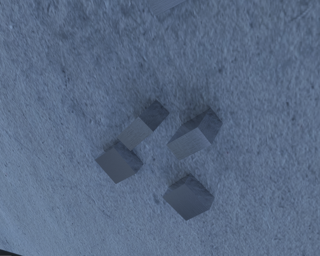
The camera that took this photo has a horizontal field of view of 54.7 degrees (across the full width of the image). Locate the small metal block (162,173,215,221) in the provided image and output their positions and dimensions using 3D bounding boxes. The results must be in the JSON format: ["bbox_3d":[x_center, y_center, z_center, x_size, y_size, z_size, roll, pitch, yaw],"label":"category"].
[{"bbox_3d":[0.041,0.100,0.446,0.050,0.025,0.050,46,129,-4],"label":"small metal block"}]

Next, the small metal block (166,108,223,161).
[{"bbox_3d":[0.042,0.007,0.372,0.050,0.050,0.025,-32,101,38],"label":"small metal block"}]

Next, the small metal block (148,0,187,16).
[{"bbox_3d":[0.010,-0.148,0.309,0.050,0.025,0.050,-15,111,33],"label":"small metal block"}]

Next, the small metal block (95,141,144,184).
[{"bbox_3d":[-0.062,0.051,0.469,0.050,0.025,0.050,-32,101,38],"label":"small metal block"}]

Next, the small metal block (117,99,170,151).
[{"bbox_3d":[-0.021,-0.004,0.398,0.025,0.050,0.050,46,129,-4],"label":"small metal block"}]
